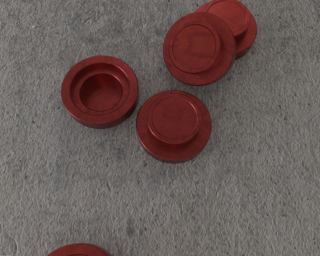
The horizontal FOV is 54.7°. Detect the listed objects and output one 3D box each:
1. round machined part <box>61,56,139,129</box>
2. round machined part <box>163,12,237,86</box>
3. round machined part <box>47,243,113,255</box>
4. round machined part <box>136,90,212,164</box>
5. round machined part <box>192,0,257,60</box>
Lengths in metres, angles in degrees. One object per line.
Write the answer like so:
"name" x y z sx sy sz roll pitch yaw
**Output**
"round machined part" -0.077 -0.044 0.414 0.099 0.042 0.098 0 70 0
"round machined part" 0.050 -0.106 0.414 0.098 0.042 0.097 2 96 19
"round machined part" -0.087 0.176 0.334 0.099 0.042 0.098 0 70 0
"round machined part" 0.018 -0.006 0.401 0.099 0.042 0.098 0 70 0
"round machined part" 0.094 -0.150 0.454 0.099 0.042 0.098 0 70 0
